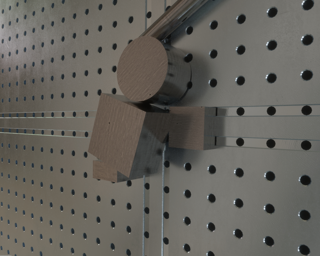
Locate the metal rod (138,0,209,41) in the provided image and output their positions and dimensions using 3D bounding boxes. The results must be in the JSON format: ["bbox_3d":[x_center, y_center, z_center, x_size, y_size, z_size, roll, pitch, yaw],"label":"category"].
[{"bbox_3d":[0.062,-0.169,0.356,0.299,0.025,0.025,-33,70,34],"label":"metal rod"}]

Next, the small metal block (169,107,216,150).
[{"bbox_3d":[0.039,-0.001,0.376,0.050,0.025,0.050,3,92,39],"label":"small metal block"}]

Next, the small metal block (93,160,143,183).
[{"bbox_3d":[-0.059,0.058,0.440,0.050,0.050,0.025,1,91,39],"label":"small metal block"}]

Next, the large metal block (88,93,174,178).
[{"bbox_3d":[-0.039,0.007,0.390,0.080,0.050,0.079,24,105,37],"label":"large metal block"}]

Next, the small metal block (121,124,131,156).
[{"bbox_3d":[-0.056,0.014,0.453,0.050,0.025,0.050,8,95,39],"label":"small metal block"}]

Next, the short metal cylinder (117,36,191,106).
[{"bbox_3d":[-0.008,-0.070,0.394,0.080,0.050,0.080,-3,85,36],"label":"short metal cylinder"}]
